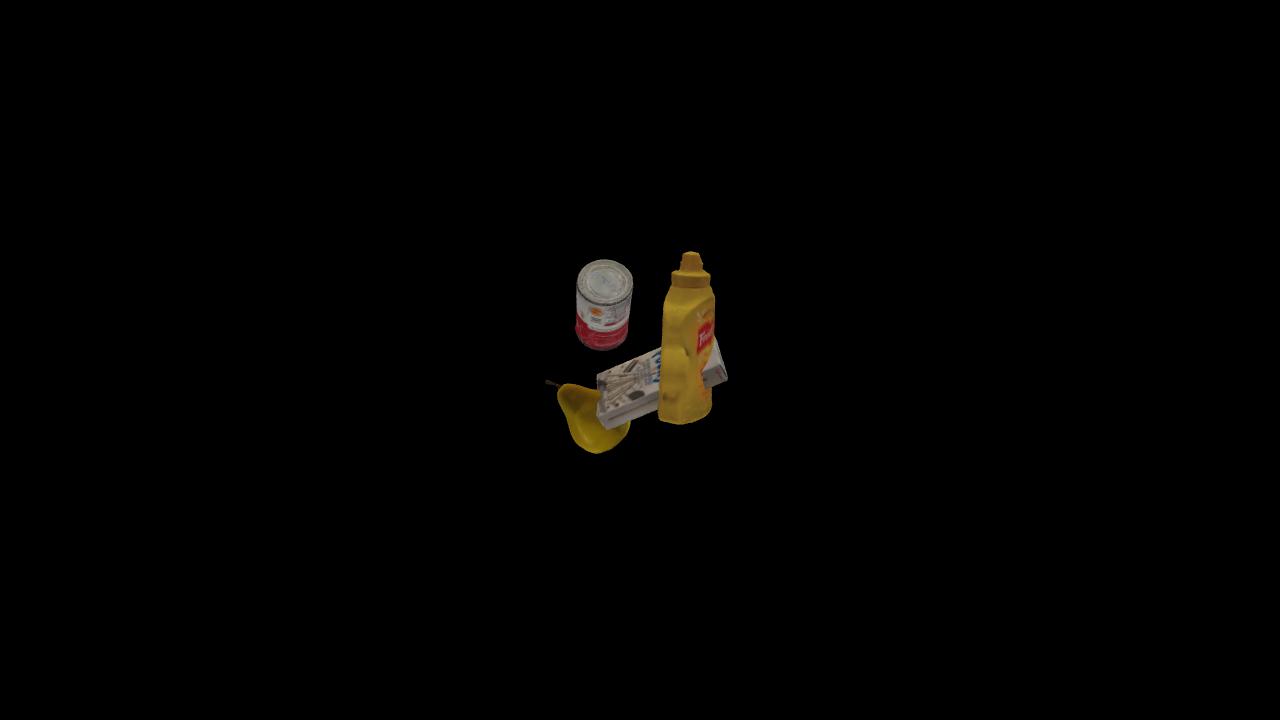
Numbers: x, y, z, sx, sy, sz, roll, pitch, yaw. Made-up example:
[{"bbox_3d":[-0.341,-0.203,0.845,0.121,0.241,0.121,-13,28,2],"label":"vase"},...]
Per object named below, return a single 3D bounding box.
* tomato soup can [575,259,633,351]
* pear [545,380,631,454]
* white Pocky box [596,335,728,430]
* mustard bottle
[{"bbox_3d":[-0.044,-0.065,0.746,0.068,0.068,0.101,0,-30,-6],"label":"tomato soup can"},{"bbox_3d":[-0.064,0.057,0.739,0.080,0.111,0.080,-40,9,8],"label":"pear"},{"bbox_3d":[0.022,0.021,0.717,0.154,0.028,0.084,-23,33,12],"label":"white Pocky box"},{"bbox_3d":[0.053,-0.027,0.681,0.054,0.184,0.092,11,18,32],"label":"mustard bottle"}]
